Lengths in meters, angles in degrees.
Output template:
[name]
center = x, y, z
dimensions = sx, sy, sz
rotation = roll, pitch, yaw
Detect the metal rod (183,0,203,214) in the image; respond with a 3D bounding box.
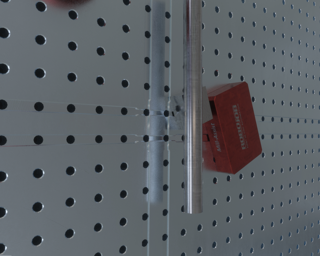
[metal rod]
center = 0.044, -0.038, 0.413
dimensions = 0.025, 0.025, 0.298
rotation = 0, 89, -40

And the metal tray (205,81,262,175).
[metal tray]
center = 0.119, -0.001, 0.506
dimensions = 0.091, 0.030, 0.129
rotation = -27, 107, -37

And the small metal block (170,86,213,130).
[small metal block]
center = 0.046, -0.029, 0.448
dimensions = 0.050, 0.025, 0.050
rotation = -25, 106, -37
